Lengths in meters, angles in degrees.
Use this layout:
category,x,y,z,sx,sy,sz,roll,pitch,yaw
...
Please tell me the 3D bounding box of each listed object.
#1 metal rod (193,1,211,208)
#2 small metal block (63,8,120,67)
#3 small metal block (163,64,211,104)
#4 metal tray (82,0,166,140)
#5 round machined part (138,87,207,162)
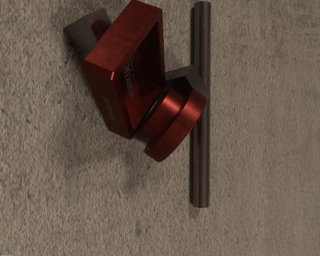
category,x,y,z,sx,sy,sz,roll,pitch,yaw
metal rod,0.062,-0.034,0.458,0.025,0.025,0.298,1,90,-40
small metal block,-0.070,-0.093,0.331,0.025,0.050,0.050,-39,114,-34
small metal block,0.031,-0.052,0.415,0.050,0.050,0.025,54,50,-27
metal tray,-0.029,-0.054,0.327,0.090,0.030,0.130,-60,165,-22
round machined part,0.009,-0.010,0.374,0.042,0.098,0.098,37,65,-6
